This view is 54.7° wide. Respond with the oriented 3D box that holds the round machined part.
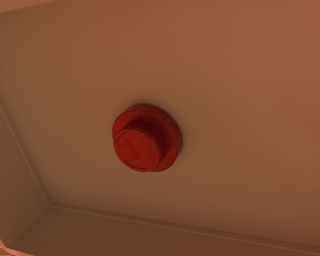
[{"bbox_3d":[-0.023,0.020,0.416,0.098,0.042,0.097,13,124,20],"label":"round machined part"}]
